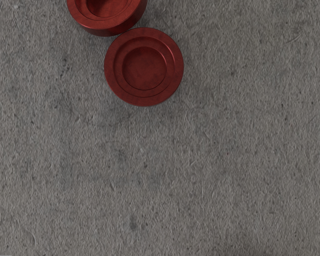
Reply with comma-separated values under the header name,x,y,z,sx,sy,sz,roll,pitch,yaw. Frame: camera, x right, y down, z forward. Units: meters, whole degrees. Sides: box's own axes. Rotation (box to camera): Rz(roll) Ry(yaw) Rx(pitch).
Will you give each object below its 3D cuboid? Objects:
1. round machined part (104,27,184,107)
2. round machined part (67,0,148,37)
name,x,y,z,sx,sy,sz,roll,pitch,yaw
round machined part,-0.020,-0.075,0.401,0.099,0.042,0.097,0,90,0
round machined part,-0.063,-0.160,0.393,0.098,0.042,0.098,-2,79,10
